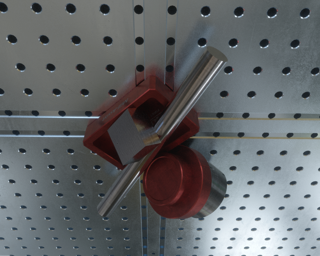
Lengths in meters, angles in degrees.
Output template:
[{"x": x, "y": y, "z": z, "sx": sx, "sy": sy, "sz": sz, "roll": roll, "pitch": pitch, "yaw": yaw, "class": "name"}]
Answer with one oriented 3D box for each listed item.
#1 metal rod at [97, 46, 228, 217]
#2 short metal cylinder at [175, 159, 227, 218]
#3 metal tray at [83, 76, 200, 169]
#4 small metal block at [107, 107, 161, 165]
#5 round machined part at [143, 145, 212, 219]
[{"x": -0.014, "y": 0.026, "z": 0.394, "sx": 0.025, "sy": 0.025, "sz": 0.298, "roll": 22, "pitch": 127, "yaw": -18, "class": "metal rod"}, {"x": 0.048, "y": 0.081, "z": 0.444, "sx": 0.080, "sy": 0.080, "sz": 0.050, "roll": -36, "pitch": 122, "yaw": 26, "class": "short metal cylinder"}, {"x": -0.025, "y": 0.002, "z": 0.409, "sx": 0.130, "sy": 0.030, "sz": 0.090, "roll": -35, "pitch": 122, "yaw": 26, "class": "metal tray"}, {"x": -0.032, "y": 0.010, "z": 0.375, "sx": 0.025, "sy": 0.050, "sz": 0.050, "roll": -9, "pitch": 156, "yaw": -45, "class": "small metal block"}, {"x": 0.015, "y": 0.069, "z": 0.409, "sx": 0.098, "sy": 0.098, "sz": 0.042, "roll": -38, "pitch": 143, "yaw": 27, "class": "round machined part"}]
